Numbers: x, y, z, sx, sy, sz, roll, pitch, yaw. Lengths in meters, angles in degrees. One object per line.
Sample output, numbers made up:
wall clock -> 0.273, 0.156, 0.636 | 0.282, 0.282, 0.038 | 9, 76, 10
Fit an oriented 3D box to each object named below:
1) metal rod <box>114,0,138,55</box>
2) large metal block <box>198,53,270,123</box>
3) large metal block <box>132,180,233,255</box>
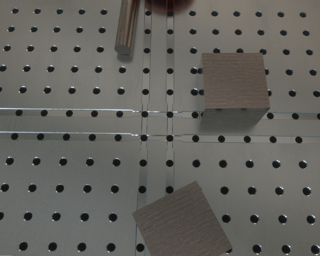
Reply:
metal rod -> -0.042, -0.254, 0.504 | 0.025, 0.025, 0.299 | 4, 70, 1
large metal block -> 0.096, -0.053, 0.419 | 0.081, 0.050, 0.080 | 0, 70, 0
large metal block -> 0.023, 0.118, 0.355 | 0.080, 0.050, 0.080 | -25, 72, -9
